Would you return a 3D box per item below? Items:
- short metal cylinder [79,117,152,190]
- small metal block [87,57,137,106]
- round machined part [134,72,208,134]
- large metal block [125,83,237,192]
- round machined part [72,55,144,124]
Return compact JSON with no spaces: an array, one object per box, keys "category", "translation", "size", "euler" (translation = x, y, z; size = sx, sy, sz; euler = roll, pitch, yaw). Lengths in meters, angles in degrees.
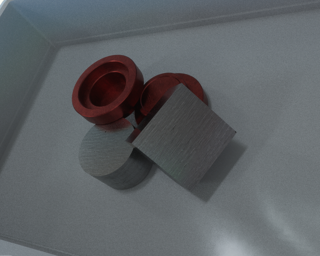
[{"category":"short metal cylinder","translation":[-0.055,0.032,0.395],"size":[0.080,0.050,0.080],"euler":[-13,56,20]},{"category":"small metal block","translation":[-0.071,-0.070,0.465],"size":[0.050,0.050,0.025],"euler":[-39,51,2]},{"category":"round machined part","translation":[0.009,-0.033,0.405],"size":[0.098,0.042,0.098],"euler":[-13,56,20]},{"category":"large metal block","translation":[0.021,0.010,0.342],"size":[0.080,0.080,0.050],"euler":[-51,11,-9]},{"category":"round machined part","translation":[-0.065,-0.047,0.417],"size":[0.098,0.042,0.098],"euler":[-13,56,20]}]
